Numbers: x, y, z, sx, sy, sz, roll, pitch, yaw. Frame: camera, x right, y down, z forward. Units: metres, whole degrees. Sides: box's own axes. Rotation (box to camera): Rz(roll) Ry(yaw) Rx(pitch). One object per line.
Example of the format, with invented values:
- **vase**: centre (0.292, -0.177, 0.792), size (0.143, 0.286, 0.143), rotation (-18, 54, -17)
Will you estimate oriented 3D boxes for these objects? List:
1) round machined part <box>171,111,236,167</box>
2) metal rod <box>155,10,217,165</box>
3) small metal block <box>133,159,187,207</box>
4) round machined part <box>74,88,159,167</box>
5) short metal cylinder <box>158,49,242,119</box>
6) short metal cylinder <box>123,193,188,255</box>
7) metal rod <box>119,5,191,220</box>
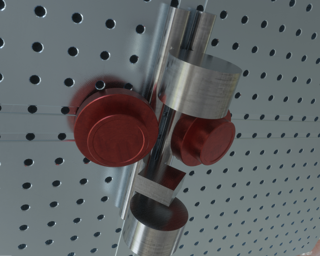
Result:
- **round machined part**: centre (0.065, 0.012, 0.426), size (0.099, 0.042, 0.097), rotation (-26, 134, -30)
- **metal rod**: centre (0.018, -0.002, 0.418), size (0.025, 0.025, 0.298), rotation (1, 118, -29)
- **small metal block**: centre (0.001, 0.071, 0.409), size (0.050, 0.050, 0.025), rotation (-39, 148, -61)
- **round machined part**: centre (-0.049, 0.006, 0.361), size (0.099, 0.042, 0.097), rotation (-6, 119, -10)
- **short metal cylinder**: centre (0.042, -0.050, 0.339), size (0.081, 0.080, 0.050), rotation (1, 118, -29)
- **short metal cylinder**: centre (-0.007, 0.130, 0.424), size (0.081, 0.080, 0.050), rotation (1, 118, -29)
- **metal rod**: centre (-0.013, -0.001, 0.402), size (0.025, 0.025, 0.298), rotation (1, 118, -29)
